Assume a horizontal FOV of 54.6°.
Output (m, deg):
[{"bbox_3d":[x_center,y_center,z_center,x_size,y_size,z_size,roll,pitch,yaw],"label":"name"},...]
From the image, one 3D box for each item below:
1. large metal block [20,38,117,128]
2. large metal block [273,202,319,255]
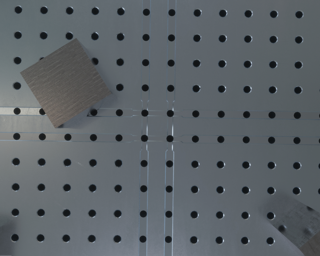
[{"bbox_3d":[-0.114,-0.054,0.400,0.080,0.050,0.080,-32,90,0],"label":"large metal block"},{"bbox_3d":[0.201,0.149,0.387,0.050,0.080,0.080,-41,90,0],"label":"large metal block"}]
